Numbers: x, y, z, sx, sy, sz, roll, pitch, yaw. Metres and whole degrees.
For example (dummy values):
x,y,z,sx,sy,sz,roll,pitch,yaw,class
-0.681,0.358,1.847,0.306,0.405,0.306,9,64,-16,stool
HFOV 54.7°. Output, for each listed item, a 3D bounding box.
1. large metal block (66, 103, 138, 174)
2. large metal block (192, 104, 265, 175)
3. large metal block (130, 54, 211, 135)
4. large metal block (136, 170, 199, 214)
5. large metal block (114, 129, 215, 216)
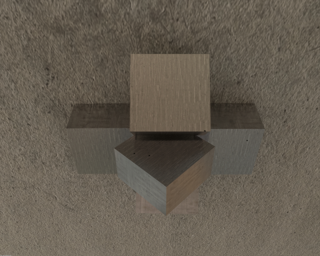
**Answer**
x,y,z,sx,sy,sz,roll,pitch,yaw,class
-0.068,0.014,0.403,0.081,0.050,0.079,0,130,0,large metal block
0.081,0.015,0.403,0.081,0.050,0.079,0,130,-1,large metal block
0.010,-0.034,0.337,0.081,0.080,0.050,0,174,0,large metal block
0.009,0.087,0.439,0.081,0.080,0.050,2,87,-1,large metal block
0.005,0.041,0.364,0.080,0.081,0.050,32,140,32,large metal block
